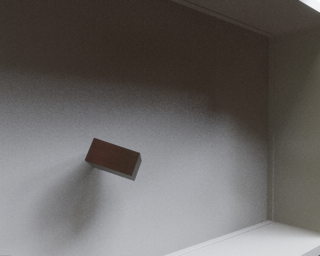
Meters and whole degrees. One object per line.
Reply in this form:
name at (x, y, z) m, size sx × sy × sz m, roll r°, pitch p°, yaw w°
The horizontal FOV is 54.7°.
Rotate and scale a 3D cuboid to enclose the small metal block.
small metal block at (-0.049, 0.036, 0.338) m, size 0.050 × 0.050 × 0.025 m, roll 18°, pitch 75°, yaw 3°
